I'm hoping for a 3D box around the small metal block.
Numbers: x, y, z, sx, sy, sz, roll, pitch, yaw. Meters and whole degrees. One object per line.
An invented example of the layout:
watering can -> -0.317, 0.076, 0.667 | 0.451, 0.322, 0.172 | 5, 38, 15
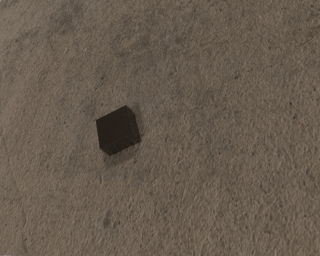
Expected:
small metal block -> -0.058, 0.003, 0.431 | 0.050, 0.025, 0.050 | -25, 53, 12
